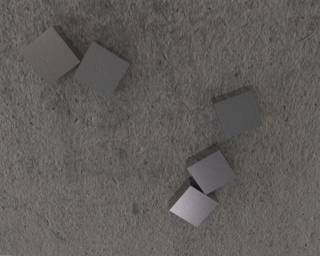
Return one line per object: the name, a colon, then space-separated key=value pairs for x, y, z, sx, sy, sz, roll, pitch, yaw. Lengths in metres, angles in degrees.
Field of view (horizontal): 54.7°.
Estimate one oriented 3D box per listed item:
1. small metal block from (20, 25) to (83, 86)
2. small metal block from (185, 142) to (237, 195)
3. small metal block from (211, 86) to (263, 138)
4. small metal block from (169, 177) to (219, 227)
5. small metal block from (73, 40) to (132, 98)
small metal block: x=-0.129 y=-0.088 z=0.376 sx=0.050 sy=0.025 sz=0.050 roll=-34 pitch=107 yaw=11
small metal block: x=0.071 y=0.057 z=0.431 sx=0.050 sy=0.025 sz=0.050 roll=-31 pitch=107 yaw=11
small metal block: x=0.100 y=-0.021 z=0.403 sx=0.050 sy=0.025 sz=0.050 roll=-20 pitch=109 yaw=7
small metal block: x=0.048 y=0.107 z=0.450 sx=0.050 sy=0.025 sz=0.050 roll=34 pitch=107 yaw=-12
small metal block: x=-0.070 y=-0.073 z=0.382 sx=0.050 sy=0.025 sz=0.050 roll=31 pitch=107 yaw=-11
